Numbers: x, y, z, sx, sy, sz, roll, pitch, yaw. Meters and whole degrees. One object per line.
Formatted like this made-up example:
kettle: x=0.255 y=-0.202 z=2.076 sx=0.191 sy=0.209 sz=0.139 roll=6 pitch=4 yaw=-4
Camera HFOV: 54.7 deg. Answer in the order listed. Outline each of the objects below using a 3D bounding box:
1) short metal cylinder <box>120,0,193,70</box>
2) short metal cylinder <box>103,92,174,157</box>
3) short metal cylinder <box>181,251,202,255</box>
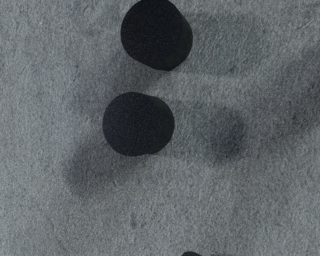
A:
short metal cylinder: x=-0.003 y=-0.118 z=0.396 sx=0.080 sy=0.050 sz=0.079 roll=0 pitch=90 yaw=19
short metal cylinder: x=-0.027 y=-0.005 z=0.404 sx=0.080 sy=0.050 sz=0.079 roll=0 pitch=90 yaw=19
short metal cylinder: x=0.041 y=0.196 z=0.365 sx=0.080 sy=0.080 sz=0.050 roll=42 pitch=103 yaw=15
